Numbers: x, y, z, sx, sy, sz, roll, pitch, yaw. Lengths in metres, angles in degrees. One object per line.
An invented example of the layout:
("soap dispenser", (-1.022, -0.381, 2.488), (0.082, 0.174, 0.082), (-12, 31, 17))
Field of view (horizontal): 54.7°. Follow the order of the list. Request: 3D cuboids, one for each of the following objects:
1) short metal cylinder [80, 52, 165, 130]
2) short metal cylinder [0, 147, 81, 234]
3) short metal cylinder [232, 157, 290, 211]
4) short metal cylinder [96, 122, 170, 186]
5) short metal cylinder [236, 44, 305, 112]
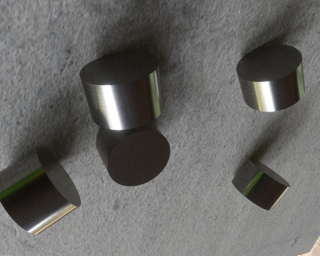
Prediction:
("short metal cylinder", (-0.038, -0.041, 0.326), (0.081, 0.080, 0.050), (-20, 126, -17))
("short metal cylinder", (-0.132, 0.068, 0.342), (0.050, 0.080, 0.080), (-34, 129, -6))
("short metal cylinder", (0.170, 0.094, 0.525), (0.080, 0.080, 0.050), (23, 106, -37))
("short metal cylinder", (-0.034, 0.026, 0.389), (0.081, 0.050, 0.079), (-14, 125, -21))
("short metal cylinder", (0.147, -0.067, 0.413), (0.080, 0.080, 0.050), (-33, 129, -7))
